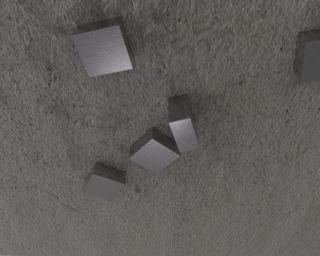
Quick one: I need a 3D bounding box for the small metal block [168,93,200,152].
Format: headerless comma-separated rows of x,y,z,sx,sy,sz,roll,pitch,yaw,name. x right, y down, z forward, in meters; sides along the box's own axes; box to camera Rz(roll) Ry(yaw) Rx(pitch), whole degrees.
0.029,-0.007,0.385,0.025,0.050,0.050,-13,129,11,small metal block

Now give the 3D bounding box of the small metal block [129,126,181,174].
-0.007,0.032,0.435,0.050,0.025,0.050,33,123,-25,small metal block

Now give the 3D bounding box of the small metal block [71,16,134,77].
-0.059,-0.087,0.333,0.050,0.025,0.050,-10,130,8,small metal block

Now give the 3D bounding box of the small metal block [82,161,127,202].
-0.086,0.084,0.478,0.050,0.025,0.050,22,127,-18,small metal block

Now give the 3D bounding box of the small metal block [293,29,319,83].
0.179,-0.081,0.340,0.050,0.025,0.050,-8,130,6,small metal block
